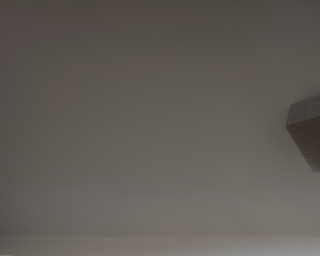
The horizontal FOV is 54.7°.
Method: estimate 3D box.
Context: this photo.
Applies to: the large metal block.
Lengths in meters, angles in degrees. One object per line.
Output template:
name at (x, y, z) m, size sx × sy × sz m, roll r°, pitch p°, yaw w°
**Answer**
large metal block at (0.216, 0.003, 0.382) m, size 0.080 × 0.050 × 0.080 m, roll -22°, pitch 112°, yaw 41°
